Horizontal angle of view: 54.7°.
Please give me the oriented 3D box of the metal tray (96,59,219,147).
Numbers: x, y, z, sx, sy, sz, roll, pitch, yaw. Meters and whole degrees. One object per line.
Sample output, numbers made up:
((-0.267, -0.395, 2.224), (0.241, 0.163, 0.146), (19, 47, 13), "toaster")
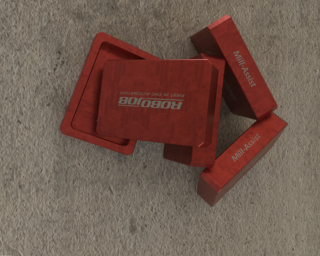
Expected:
((-0.005, -0.029, 0.349), (0.130, 0.030, 0.089), (5, 88, 24), "metal tray")

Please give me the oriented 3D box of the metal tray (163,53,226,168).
((0.040, -0.020, 0.392), (0.030, 0.090, 0.129), (7, 88, -20), "metal tray")

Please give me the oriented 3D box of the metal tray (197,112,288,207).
((0.107, 0.043, 0.417), (0.130, 0.090, 0.030), (-40, 68, -15), "metal tray")

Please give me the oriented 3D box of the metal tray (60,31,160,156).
((-0.059, -0.041, 0.387), (0.091, 0.030, 0.129), (21, 83, -19), "metal tray")

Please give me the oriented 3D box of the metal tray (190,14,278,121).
((0.094, -0.076, 0.409), (0.030, 0.090, 0.130), (-32, 101, -3), "metal tray")
